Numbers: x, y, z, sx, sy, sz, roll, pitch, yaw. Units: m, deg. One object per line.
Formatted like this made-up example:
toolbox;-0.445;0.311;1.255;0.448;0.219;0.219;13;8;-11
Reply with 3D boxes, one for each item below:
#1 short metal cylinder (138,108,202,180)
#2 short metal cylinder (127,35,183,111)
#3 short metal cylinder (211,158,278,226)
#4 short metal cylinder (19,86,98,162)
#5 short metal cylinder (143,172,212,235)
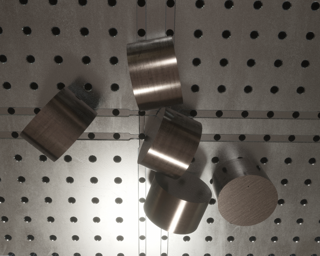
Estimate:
short metal cylinder;0.011;0.019;0.391;0.050;0.080;0.080;25;108;-9
short metal cylinder;-0.005;-0.063;0.361;0.050;0.080;0.079;-10;110;3
short metal cylinder;0.116;0.089;0.435;0.081;0.050;0.079;0;110;-1
short metal cylinder;-0.123;-0.005;0.381;0.050;0.080;0.080;42;104;-14
short metal cylinder;0.023;0.097;0.420;0.080;0.080;0.050;18;109;-7
